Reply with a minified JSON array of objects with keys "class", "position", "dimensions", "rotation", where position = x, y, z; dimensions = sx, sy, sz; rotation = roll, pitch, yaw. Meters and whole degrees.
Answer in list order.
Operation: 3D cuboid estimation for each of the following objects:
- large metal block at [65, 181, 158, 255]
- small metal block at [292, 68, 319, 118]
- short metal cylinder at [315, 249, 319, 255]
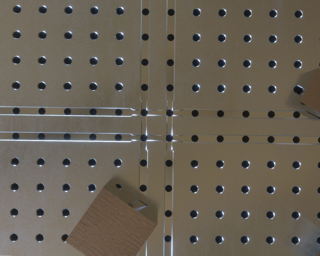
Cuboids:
[{"class":"large metal block","position":[-0.059,0.127,0.400],"dimensions":[0.080,0.050,0.080],"rotation":[35,90,0]},{"class":"small metal block","position":[0.216,-0.044,0.415],"dimensions":[0.050,0.025,0.050],"rotation":[28,90,0]},{"class":"short metal cylinder","position":[0.239,0.179,0.388],"dimensions":[0.080,0.080,0.050],"rotation":[32,90,0]}]
